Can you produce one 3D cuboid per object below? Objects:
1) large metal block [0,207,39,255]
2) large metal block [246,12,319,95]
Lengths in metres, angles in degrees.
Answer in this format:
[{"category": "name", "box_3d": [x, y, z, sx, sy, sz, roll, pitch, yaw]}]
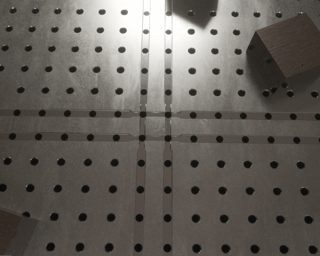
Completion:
[{"category": "large metal block", "box_3d": [-0.200, 0.129, 0.349, 0.080, 0.050, 0.080, 17, 71, 6]}, {"category": "large metal block", "box_3d": [0.183, -0.105, 0.439, 0.080, 0.050, 0.080, -22, 72, -8]}]
